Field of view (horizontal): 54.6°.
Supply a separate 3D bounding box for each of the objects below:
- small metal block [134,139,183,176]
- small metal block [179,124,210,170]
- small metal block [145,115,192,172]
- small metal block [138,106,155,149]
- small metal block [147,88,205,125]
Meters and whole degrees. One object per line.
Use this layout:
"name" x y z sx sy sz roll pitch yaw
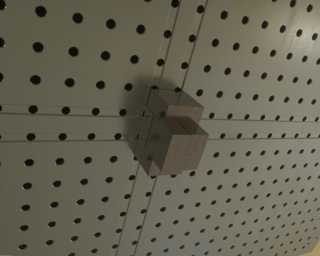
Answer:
"small metal block" 0.000 0.039 0.418 0.050 0.050 0.025 1 118 -29
"small metal block" 0.031 0.018 0.390 0.025 0.050 0.050 2 117 -28
"small metal block" 0.008 0.018 0.377 0.025 0.050 0.050 2 118 -29
"small metal block" 0.003 0.000 0.412 0.050 0.025 0.050 2 117 -28
"small metal block" 0.019 -0.026 0.387 0.050 0.050 0.025 2 118 -29
